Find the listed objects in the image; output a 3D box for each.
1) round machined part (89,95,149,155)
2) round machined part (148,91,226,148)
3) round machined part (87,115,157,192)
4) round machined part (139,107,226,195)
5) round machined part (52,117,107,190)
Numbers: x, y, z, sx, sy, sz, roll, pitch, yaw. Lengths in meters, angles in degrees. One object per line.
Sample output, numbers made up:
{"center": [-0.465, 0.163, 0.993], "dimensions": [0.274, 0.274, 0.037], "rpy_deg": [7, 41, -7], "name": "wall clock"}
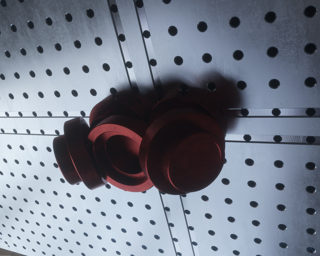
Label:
{"center": [-0.058, 0.006, 0.432], "dimensions": [0.098, 0.042, 0.097], "rpy_deg": [13, 124, 20], "name": "round machined part"}
{"center": [0.029, 0.006, 0.387], "dimensions": [0.098, 0.042, 0.097], "rpy_deg": [13, 124, 20], "name": "round machined part"}
{"center": [-0.037, 0.027, 0.379], "dimensions": [0.098, 0.042, 0.097], "rpy_deg": [13, 124, 20], "name": "round machined part"}
{"center": [0.031, 0.030, 0.336], "dimensions": [0.042, 0.099, 0.097], "rpy_deg": [37, 145, 59], "name": "round machined part"}
{"center": [-0.108, 0.037, 0.412], "dimensions": [0.042, 0.098, 0.097], "rpy_deg": [-21, 112, -4], "name": "round machined part"}
